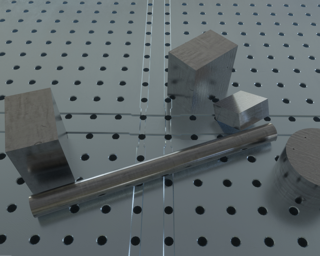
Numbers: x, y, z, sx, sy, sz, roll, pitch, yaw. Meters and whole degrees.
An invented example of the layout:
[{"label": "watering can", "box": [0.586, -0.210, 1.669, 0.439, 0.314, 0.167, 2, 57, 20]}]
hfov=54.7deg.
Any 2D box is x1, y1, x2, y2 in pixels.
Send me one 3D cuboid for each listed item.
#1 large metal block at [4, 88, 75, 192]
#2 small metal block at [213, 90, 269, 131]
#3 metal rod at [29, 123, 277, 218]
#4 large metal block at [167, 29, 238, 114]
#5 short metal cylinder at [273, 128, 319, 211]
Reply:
[{"label": "large metal block", "box": [-0.138, 0.014, 0.359, 0.050, 0.080, 0.080, -14, 52, -12]}, {"label": "small metal block", "box": [0.109, -0.025, 0.418, 0.050, 0.025, 0.050, -26, 29, -21]}, {"label": "metal rod", "box": [0.004, 0.045, 0.369, 0.302, 0.025, 0.025, -16, 52, -14]}, {"label": "large metal block", "box": [0.058, -0.080, 0.440, 0.080, 0.080, 0.050, -34, 58, -25]}, {"label": "short metal cylinder", "box": [0.178, 0.047, 0.355, 0.081, 0.050, 0.080, 0, 50, 0]}]
